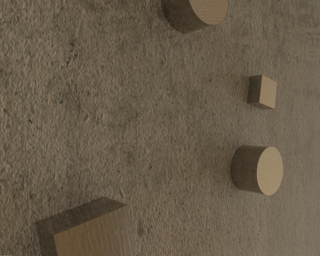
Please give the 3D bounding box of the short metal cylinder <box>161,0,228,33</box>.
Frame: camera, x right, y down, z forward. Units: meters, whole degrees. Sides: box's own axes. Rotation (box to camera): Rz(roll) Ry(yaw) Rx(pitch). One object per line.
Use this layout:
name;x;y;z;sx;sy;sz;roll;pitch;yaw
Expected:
short metal cylinder;0.048;-0.177;0.428;0.081;0.050;0.079;0;90;-40

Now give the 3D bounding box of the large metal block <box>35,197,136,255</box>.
large metal block;-0.075;0.127;0.326;0.081;0.050;0.079;-14;99;-39

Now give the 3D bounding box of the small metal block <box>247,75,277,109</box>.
small metal block;0.185;-0.064;0.560;0.050;0.025;0.050;14;81;-39

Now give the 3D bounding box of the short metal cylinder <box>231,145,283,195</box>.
short metal cylinder;0.166;0.070;0.528;0.081;0.050;0.079;0;90;-40
